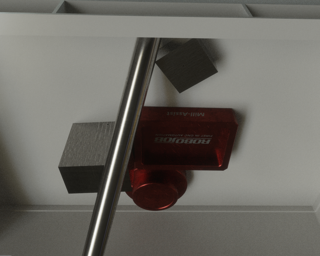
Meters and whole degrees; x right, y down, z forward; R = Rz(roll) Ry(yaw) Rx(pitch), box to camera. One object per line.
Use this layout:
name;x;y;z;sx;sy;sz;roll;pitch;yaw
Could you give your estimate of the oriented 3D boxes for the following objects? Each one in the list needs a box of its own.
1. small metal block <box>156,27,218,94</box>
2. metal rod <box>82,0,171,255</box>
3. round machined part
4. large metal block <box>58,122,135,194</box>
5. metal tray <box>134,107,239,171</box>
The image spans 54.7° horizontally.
small metal block;0.029;-0.074;0.346;0.050;0.025;0.050;-28;125;21
metal rod;-0.041;0.014;0.336;0.025;0.025;0.298;13;102;-12
round machined part;-0.007;0.091;0.475;0.099;0.042;0.097;0;131;0
large metal block;-0.076;0.036;0.403;0.080;0.080;0.050;-2;130;2
metal tray;0.031;0.016;0.420;0.131;0.030;0.089;1;130;-2
